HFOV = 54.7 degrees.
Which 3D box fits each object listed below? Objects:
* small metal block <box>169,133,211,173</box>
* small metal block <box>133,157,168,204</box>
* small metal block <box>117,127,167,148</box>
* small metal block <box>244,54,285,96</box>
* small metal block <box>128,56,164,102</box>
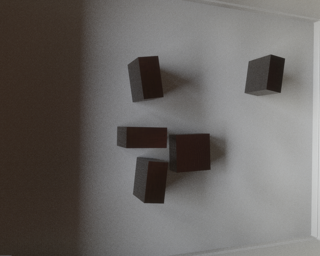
[{"bbox_3d":[0.041,0.033,0.427,0.050,0.025,0.050,-2,91,-20],"label":"small metal block"},{"bbox_3d":[-0.013,0.065,0.394,0.025,0.050,0.050,7,88,-20],"label":"small metal block"},{"bbox_3d":[-0.024,0.011,0.389,0.050,0.050,0.025,1,90,-20],"label":"small metal block"},{"bbox_3d":[0.153,-0.076,0.456,0.025,0.050,0.050,9,87,-20],"label":"small metal block"},{"bbox_3d":[-0.019,-0.060,0.391,0.025,0.050,0.050,-9,93,-20],"label":"small metal block"}]
